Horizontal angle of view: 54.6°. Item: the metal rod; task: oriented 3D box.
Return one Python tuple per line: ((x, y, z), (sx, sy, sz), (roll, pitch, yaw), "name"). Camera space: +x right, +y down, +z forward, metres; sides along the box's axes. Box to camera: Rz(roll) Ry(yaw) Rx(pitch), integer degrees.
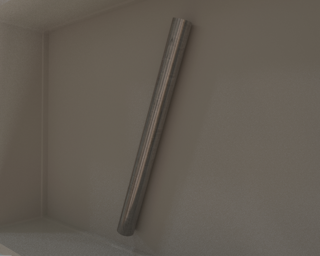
((-0.011, 0.008, 0.414), (0.025, 0.025, 0.298), (25, 106, 37), "metal rod")
